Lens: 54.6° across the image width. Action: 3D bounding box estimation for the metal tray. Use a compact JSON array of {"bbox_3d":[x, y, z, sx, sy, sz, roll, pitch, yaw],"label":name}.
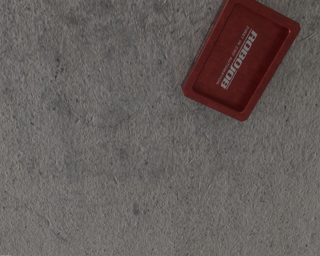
[{"bbox_3d":[0.093,-0.083,0.376,0.090,0.030,0.129,24,108,-9],"label":"metal tray"}]
